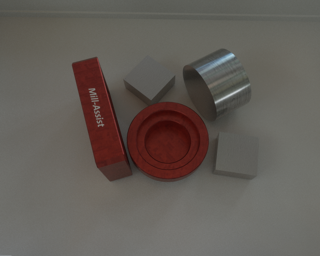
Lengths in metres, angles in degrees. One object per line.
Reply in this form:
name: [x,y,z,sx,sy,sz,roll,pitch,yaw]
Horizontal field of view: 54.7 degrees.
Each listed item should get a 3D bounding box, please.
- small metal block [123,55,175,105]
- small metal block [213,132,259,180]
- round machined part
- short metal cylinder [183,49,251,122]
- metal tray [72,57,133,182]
small metal block: [-0.014,-0.065,0.431,0.050,0.025,0.050,38,75,14]
small metal block: [0.097,0.036,0.396,0.050,0.025,0.050,8,70,4]
round machined part: [0.009,0.020,0.390,0.099,0.042,0.098,0,70,-1]
short metal cylinder: [0.072,-0.055,0.400,0.050,0.080,0.080,-28,73,-10]
metal tray: [-0.068,-0.008,0.375,0.030,0.090,0.130,-16,71,-6]
